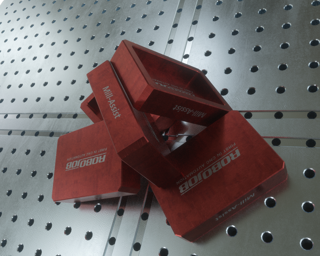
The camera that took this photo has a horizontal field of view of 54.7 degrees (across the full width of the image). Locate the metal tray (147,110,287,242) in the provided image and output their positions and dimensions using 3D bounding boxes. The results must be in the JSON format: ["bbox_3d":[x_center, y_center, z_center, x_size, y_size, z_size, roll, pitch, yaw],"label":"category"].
[{"bbox_3d":[0.058,0.050,0.342,0.130,0.030,0.090,-35,51,4],"label":"metal tray"}]

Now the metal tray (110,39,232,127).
[{"bbox_3d":[0.016,-0.049,0.362,0.030,0.131,0.090,-53,46,28],"label":"metal tray"}]

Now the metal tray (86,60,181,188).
[{"bbox_3d":[-0.030,-0.006,0.345,0.030,0.090,0.130,-33,52,6],"label":"metal tray"}]

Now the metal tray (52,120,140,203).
[{"bbox_3d":[-0.082,0.043,0.389,0.130,0.030,0.090,-17,65,36],"label":"metal tray"}]

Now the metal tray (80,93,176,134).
[{"bbox_3d":[-0.048,-0.025,0.443,0.090,0.030,0.130,-45,51,-4],"label":"metal tray"}]
